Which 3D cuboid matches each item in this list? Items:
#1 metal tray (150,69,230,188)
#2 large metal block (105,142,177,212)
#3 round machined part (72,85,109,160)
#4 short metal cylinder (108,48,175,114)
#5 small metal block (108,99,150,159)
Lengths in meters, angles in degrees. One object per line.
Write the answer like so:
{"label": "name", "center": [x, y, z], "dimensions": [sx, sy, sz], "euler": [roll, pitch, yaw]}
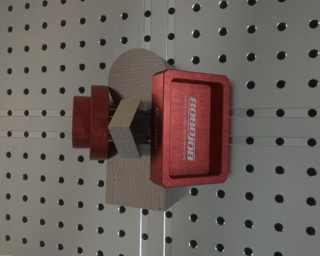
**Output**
{"label": "metal tray", "center": [0.036, 0.001, 0.367], "dimensions": [0.030, 0.091, 0.129], "euler": [2, 91, 63]}
{"label": "large metal block", "center": [-0.022, 0.059, 0.407], "dimensions": [0.080, 0.050, 0.080], "euler": [2, 91, 20]}
{"label": "round machined part", "center": [-0.091, -0.007, 0.402], "dimensions": [0.042, 0.098, 0.097], "euler": [1, 91, -13]}
{"label": "short metal cylinder", "center": [-0.020, -0.059, 0.405], "dimensions": [0.080, 0.050, 0.080], "euler": [0, 90, 20]}
{"label": "small metal block", "center": [-0.034, 0.001, 0.366], "dimensions": [0.025, 0.050, 0.050], "euler": [0, 132, 17]}
